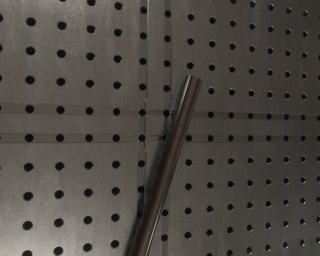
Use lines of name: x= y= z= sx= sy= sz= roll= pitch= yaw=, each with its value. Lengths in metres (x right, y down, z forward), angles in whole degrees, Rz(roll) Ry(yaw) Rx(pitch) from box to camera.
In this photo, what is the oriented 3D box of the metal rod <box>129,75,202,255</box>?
metal rod: x=0.002 y=0.073 z=0.414 sx=0.025 sy=0.025 sz=0.299 roll=20 pitch=83 yaw=-19
